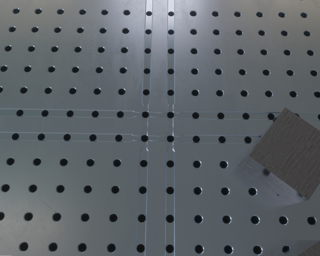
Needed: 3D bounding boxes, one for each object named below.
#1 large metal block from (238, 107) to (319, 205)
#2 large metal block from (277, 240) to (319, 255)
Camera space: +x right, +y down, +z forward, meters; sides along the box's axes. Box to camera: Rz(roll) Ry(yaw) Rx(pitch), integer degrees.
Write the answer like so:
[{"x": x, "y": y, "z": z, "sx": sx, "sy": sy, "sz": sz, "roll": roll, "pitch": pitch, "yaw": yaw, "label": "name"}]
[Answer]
[{"x": 0.160, "y": 0.036, "z": 0.386, "sx": 0.080, "sy": 0.050, "sz": 0.080, "roll": 38, "pitch": 74, "yaw": 12, "label": "large metal block"}, {"x": 0.155, "y": 0.179, "z": 0.334, "sx": 0.080, "sy": 0.050, "sz": 0.080, "roll": -28, "pitch": 73, "yaw": -10, "label": "large metal block"}]
